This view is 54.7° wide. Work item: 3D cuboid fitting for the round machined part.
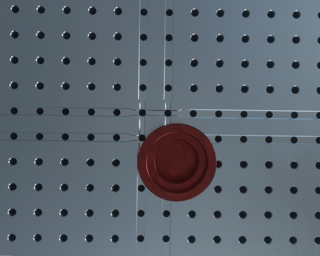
[{"bbox_3d":[0.021,0.043,0.405,0.099,0.042,0.097,0,90,-1],"label":"round machined part"}]
